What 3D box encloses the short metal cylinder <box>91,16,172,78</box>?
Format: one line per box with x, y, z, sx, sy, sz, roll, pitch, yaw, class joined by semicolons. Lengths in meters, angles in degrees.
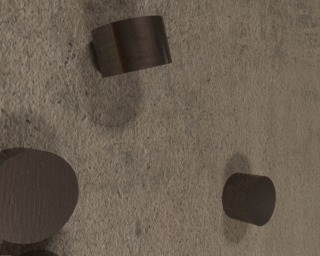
-0.031;-0.089;0.345;0.081;0.080;0.050;-21;104;-38;short metal cylinder

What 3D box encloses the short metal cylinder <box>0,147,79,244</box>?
-0.124;0.059;0.286;0.081;0.050;0.079;0;90;-40;short metal cylinder

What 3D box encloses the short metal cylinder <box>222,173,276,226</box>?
0.149;0.117;0.517;0.081;0.050;0.079;0;90;-40;short metal cylinder

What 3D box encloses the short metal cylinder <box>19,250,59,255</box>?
-0.115;0.164;0.294;0.081;0.050;0.079;0;90;-40;short metal cylinder
